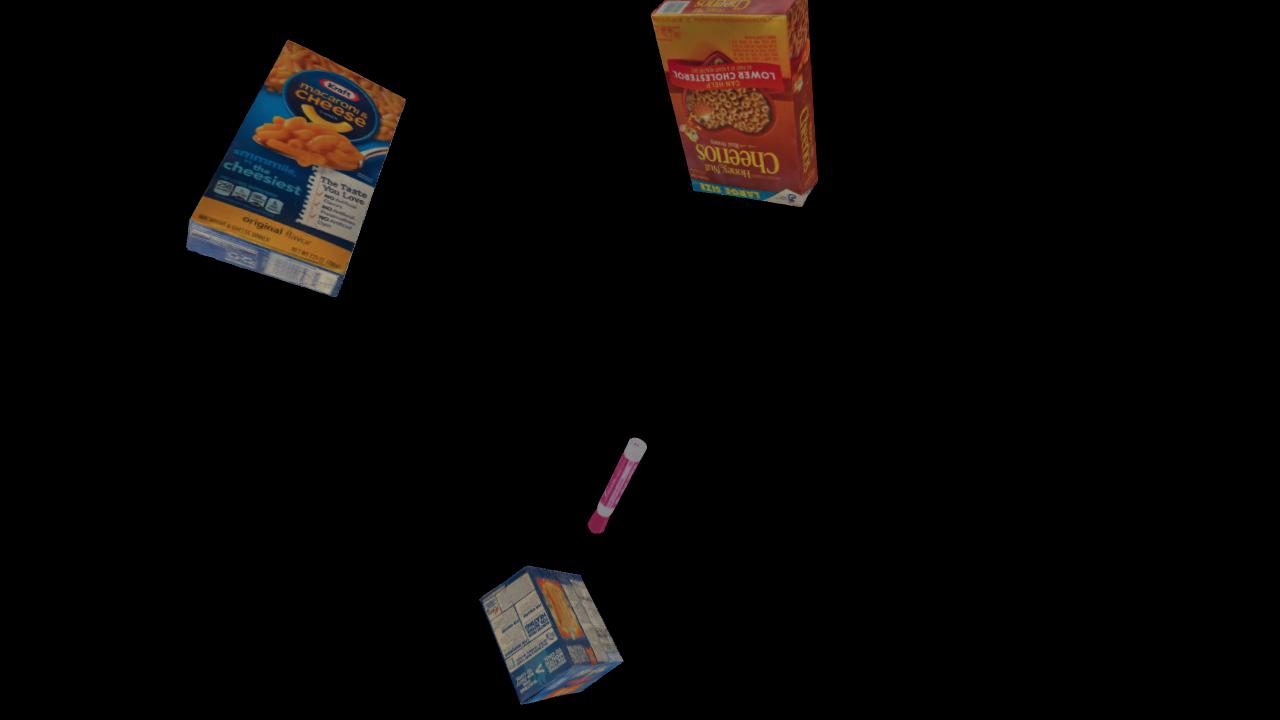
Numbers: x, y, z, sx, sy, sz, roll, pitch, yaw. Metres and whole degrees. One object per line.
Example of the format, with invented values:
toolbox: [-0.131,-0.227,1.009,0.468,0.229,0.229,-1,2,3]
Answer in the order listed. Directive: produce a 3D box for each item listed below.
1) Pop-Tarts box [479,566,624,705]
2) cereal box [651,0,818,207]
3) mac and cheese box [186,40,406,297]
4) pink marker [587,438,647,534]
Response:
Pop-Tarts box: [-0.115,0.366,0.827,0.083,0.141,0.167,-37,-30,3]
cereal box: [0.151,-0.378,0.916,0.203,0.081,0.306,19,-29,30]
mac and cheese box: [-0.241,-0.142,0.449,0.093,0.184,0.041,19,-34,-27]
pink marker: [-0.025,0.128,0.611,0.020,0.121,0.020,20,27,-11]
